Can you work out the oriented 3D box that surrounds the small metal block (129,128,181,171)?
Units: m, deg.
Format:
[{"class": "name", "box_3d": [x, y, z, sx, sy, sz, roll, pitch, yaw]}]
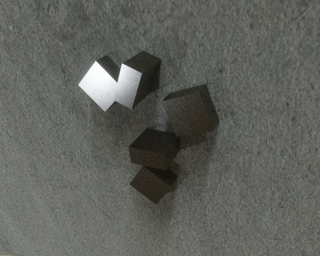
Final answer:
[{"class": "small metal block", "box_3d": [-0.006, 0.027, 0.409, 0.050, 0.050, 0.025, 9, 122, 23]}]

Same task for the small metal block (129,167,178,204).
[{"class": "small metal block", "box_3d": [-0.010, 0.078, 0.459, 0.050, 0.025, 0.050, 37, 129, 3]}]

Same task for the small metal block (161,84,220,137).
[{"class": "small metal block", "box_3d": [0.037, -0.020, 0.374, 0.050, 0.025, 0.050, -11, 113, 32]}]

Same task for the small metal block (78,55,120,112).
[{"class": "small metal block", "box_3d": [-0.071, -0.058, 0.407, 0.050, 0.025, 0.050, 46, 129, -4]}]

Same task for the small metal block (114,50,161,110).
[{"class": "small metal block", "box_3d": [-0.027, -0.058, 0.368, 0.025, 0.050, 0.050, 28, 128, 10]}]
